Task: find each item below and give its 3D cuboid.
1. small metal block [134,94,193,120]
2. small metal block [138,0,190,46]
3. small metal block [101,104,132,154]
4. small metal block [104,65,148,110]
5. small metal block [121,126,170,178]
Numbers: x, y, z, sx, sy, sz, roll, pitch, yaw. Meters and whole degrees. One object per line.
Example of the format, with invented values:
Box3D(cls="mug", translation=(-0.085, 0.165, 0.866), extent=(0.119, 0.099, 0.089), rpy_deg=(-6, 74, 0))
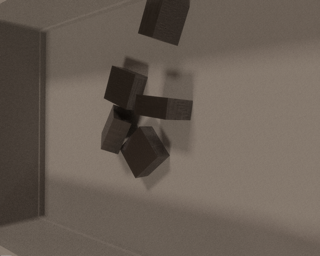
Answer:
Box3D(cls="small metal block", translation=(0.005, -0.026, 0.385), extent=(0.050, 0.050, 0.025), rpy_deg=(11, 97, 39))
Box3D(cls="small metal block", translation=(0.005, -0.134, 0.384), extent=(0.025, 0.050, 0.050), rpy_deg=(28, 107, 36))
Box3D(cls="small metal block", translation=(-0.063, 0.001, 0.440), extent=(0.050, 0.025, 0.050), rpy_deg=(-109, 42, -63))
Box3D(cls="small metal block", translation=(-0.050, -0.058, 0.446), extent=(0.050, 0.025, 0.050), rpy_deg=(27, 107, 36))
Box3D(cls="small metal block", translation=(-0.022, 0.033, 0.423), extent=(0.050, 0.025, 0.050), rpy_deg=(-46, 63, 30))
